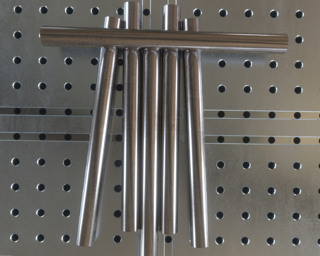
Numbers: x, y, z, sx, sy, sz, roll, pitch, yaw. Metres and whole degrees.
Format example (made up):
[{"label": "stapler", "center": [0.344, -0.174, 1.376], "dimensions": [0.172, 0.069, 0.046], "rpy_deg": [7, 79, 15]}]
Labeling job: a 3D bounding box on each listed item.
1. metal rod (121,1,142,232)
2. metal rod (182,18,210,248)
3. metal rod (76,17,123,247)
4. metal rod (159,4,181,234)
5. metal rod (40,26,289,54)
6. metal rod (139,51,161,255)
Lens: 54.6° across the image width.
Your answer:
[{"label": "metal rod", "center": [-0.038, -0.015, 0.413], "dimensions": [0.025, 0.025, 0.298], "rpy_deg": [1, 90, 0]}, {"label": "metal rod", "center": [0.047, 0.007, 0.414], "dimensions": [0.025, 0.025, 0.298], "rpy_deg": [-2, 90, 0]}, {"label": "metal rod", "center": [-0.080, 0.005, 0.412], "dimensions": [0.025, 0.025, 0.298], "rpy_deg": [7, 90, 0]}, {"label": "metal rod", "center": [0.014, -0.011, 0.415], "dimensions": [0.025, 0.025, 0.298], "rpy_deg": [1, 90, 0]}, {"label": "metal rod", "center": [0.006, -0.110, 0.388], "dimensions": [0.302, 0.025, 0.025], "rpy_deg": [2, 90, 0]}, {"label": "metal rod", "center": [-0.013, 0.041, 0.413], "dimensions": [0.025, 0.025, 0.298], "rpy_deg": [1, 90, 0]}]
